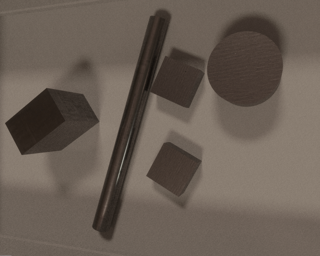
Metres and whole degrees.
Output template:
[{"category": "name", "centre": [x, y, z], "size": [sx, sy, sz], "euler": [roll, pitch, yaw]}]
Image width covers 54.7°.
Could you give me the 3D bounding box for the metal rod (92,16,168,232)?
[{"category": "metal rod", "centre": [-0.042, -0.001, 0.424], "size": [0.025, 0.025, 0.298], "euler": [18, 96, 19]}]

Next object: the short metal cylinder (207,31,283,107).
[{"category": "short metal cylinder", "centre": [0.100, -0.066, 0.362], "size": [0.080, 0.050, 0.079], "euler": [0, 90, 19]}]

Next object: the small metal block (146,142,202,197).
[{"category": "small metal block", "centre": [0.018, 0.053, 0.403], "size": [0.050, 0.025, 0.050], "euler": [31, 100, 17]}]

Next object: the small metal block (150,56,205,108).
[{"category": "small metal block", "centre": [0.023, -0.059, 0.402], "size": [0.050, 0.025, 0.050], "euler": [26, 98, 17]}]

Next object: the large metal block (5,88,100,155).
[{"category": "large metal block", "centre": [-0.147, -0.008, 0.431], "size": [0.080, 0.080, 0.050], "euler": [-35, 79, 16]}]
